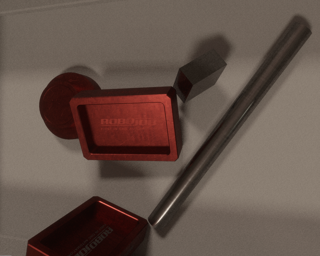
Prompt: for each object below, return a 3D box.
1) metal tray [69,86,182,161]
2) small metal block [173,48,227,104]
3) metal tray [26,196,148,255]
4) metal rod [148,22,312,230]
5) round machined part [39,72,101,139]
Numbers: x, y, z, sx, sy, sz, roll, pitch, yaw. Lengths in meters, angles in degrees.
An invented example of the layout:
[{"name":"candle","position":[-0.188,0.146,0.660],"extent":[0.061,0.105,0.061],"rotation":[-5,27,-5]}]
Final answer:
[{"name":"metal tray","position":[-0.042,-0.004,0.396],"extent":[0.131,0.030,0.089],"rotation":[-1,116,15]},{"name":"small metal block","position":[0.046,-0.061,0.370],"extent":[0.050,0.050,0.025],"rotation":[-33,78,-17]},{"name":"metal tray","position":[-0.083,0.138,0.381],"extent":[0.090,0.131,0.030],"rotation":[20,109,18]},{"name":"metal rod","position":[0.078,0.006,0.382],"extent":[0.025,0.025,0.299],"rotation":[38,102,15]},{"name":"round machined part","position":[-0.133,-0.032,0.447],"extent":[0.098,0.042,0.097],"rotation":[0,90,19]}]
